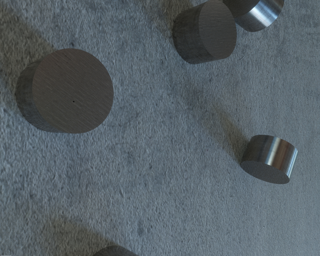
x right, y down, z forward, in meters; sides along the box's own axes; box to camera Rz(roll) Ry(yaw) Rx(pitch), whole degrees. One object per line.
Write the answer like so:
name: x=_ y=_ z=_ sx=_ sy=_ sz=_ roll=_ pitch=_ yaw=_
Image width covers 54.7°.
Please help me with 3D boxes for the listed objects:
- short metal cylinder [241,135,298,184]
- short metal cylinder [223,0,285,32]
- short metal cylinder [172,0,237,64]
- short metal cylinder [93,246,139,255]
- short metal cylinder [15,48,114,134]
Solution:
short metal cylinder: x=0.184 y=0.054 z=0.523 sx=0.080 sy=0.080 sz=0.050 roll=41 pitch=65 yaw=-33
short metal cylinder: x=0.147 y=-0.201 z=0.491 sx=0.050 sy=0.080 sz=0.080 roll=19 pitch=78 yaw=-39
short metal cylinder: x=0.064 y=-0.135 z=0.442 sx=0.081 sy=0.050 sz=0.080 roll=0 pitch=90 yaw=-40
short metal cylinder: x=-0.046 y=0.181 z=0.350 sx=0.081 sy=0.050 sz=0.080 roll=0 pitch=90 yaw=-40
short metal cylinder: x=-0.094 y=-0.035 z=0.309 sx=0.081 sy=0.050 sz=0.080 roll=0 pitch=90 yaw=-40
